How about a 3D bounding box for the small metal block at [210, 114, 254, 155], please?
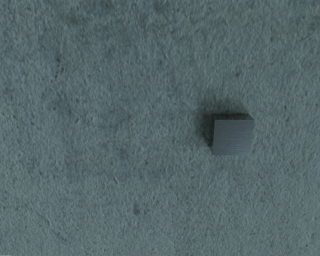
[{"bbox_3d":[0.095,0.009,0.414,0.050,0.025,0.050,0,110,0],"label":"small metal block"}]
